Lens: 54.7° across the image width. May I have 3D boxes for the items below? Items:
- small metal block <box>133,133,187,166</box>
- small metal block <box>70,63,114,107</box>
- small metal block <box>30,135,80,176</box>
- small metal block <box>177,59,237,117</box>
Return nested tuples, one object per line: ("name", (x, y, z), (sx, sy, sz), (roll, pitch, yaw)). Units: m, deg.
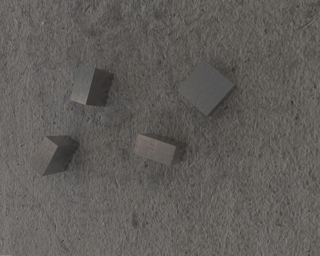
("small metal block", (0.002, 0.026, 0.395), (0.050, 0.050, 0.025), (18, 96, 19))
("small metal block", (-0.093, -0.058, 0.428), (0.025, 0.050, 0.050), (18, 96, 19))
("small metal block", (-0.151, 0.039, 0.449), (0.025, 0.050, 0.050), (34, 101, 17))
("small metal block", (0.059, -0.049, 0.388), (0.050, 0.025, 0.050), (44, 103, 14))
